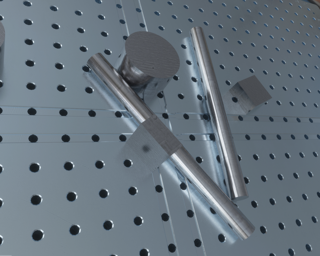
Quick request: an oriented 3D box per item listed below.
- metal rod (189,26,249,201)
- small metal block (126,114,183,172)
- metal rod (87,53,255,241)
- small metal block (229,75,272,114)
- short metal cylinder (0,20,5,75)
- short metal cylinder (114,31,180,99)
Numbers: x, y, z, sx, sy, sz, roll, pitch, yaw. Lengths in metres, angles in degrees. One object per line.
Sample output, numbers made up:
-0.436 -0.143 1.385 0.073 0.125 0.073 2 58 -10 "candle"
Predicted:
0.084 -0.038 0.476 0.025 0.025 0.299 6 59 -26 "metal rod"
-0.008 0.019 0.376 0.050 0.050 0.025 48 51 5 "small metal block"
0.010 0.020 0.401 0.300 0.025 0.025 49 51 6 "metal rod"
0.154 -0.057 0.526 0.050 0.025 0.050 -25 75 -37 "small metal block"
-0.212 -0.089 0.332 0.081 0.050 0.080 14 56 -21 "short metal cylinder"
-0.019 -0.088 0.435 0.081 0.050 0.080 14 56 -21 "short metal cylinder"
